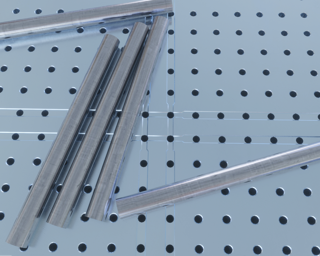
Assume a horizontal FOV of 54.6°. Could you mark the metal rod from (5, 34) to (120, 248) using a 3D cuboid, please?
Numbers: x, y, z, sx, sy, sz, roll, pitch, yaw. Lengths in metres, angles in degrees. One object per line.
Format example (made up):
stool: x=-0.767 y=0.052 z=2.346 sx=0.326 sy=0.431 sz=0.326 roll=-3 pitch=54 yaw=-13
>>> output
metal rod: x=-0.119 y=0.002 z=0.410 sx=0.025 sy=0.025 sz=0.300 roll=18 pitch=71 yaw=6

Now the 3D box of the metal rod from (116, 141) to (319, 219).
metal rod: x=0.095 y=0.060 z=0.390 sx=0.302 sy=0.025 sz=0.025 roll=-15 pitch=71 yaw=-6

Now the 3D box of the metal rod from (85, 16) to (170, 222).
metal rod: x=-0.038 y=-0.026 z=0.421 sx=0.025 sy=0.025 sz=0.300 roll=15 pitch=71 yaw=5

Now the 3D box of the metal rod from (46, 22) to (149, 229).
metal rod: x=-0.076 y=-0.018 z=0.417 sx=0.025 sy=0.025 sz=0.300 roll=18 pitch=71 yaw=6

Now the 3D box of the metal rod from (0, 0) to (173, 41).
metal rod: x=-0.131 y=-0.164 z=0.471 sx=0.302 sy=0.025 sz=0.025 roll=-11 pitch=71 yaw=-4
